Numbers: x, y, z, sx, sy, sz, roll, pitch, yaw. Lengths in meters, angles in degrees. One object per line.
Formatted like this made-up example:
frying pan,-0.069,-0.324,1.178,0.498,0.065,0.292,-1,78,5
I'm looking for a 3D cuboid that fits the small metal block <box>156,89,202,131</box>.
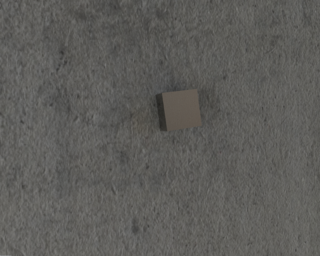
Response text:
small metal block,0.025,-0.024,0.418,0.050,0.025,0.050,-9,93,-20
